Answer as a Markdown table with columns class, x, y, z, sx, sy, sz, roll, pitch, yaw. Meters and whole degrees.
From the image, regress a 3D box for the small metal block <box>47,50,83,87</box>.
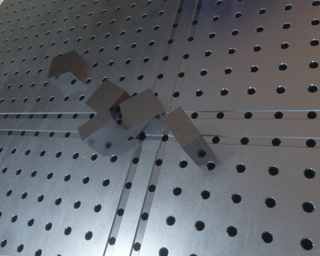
| class | x | y | z | sx | sy | sz | roll | pitch | yaw |
| --- | --- | --- | --- | --- | --- | --- | --- | --- | --- |
| small metal block | -0.171 | -0.108 | 0.561 | 0.050 | 0.025 | 0.050 | -12 | 57 | 21 |

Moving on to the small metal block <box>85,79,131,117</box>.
| class | x | y | z | sx | sy | sz | roll | pitch | yaw |
| --- | --- | --- | --- | --- | --- | --- | --- | --- | --- |
| small metal block | -0.078 | -0.040 | 0.472 | 0.050 | 0.025 | 0.050 | 33 | 80 | 38 |

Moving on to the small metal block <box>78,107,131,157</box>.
| class | x | y | z | sx | sy | sz | roll | pitch | yaw |
| --- | --- | --- | --- | --- | --- | --- | --- | --- | --- |
| small metal block | -0.075 | 0.006 | 0.426 | 0.050 | 0.050 | 0.025 | -35 | 52 | 5 |

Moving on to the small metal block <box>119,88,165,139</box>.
| class | x | y | z | sx | sy | sz | roll | pitch | yaw |
| --- | --- | --- | --- | --- | --- | --- | --- | --- | --- |
| small metal block | -0.025 | -0.020 | 0.432 | 0.050 | 0.025 | 0.050 | -26 | 53 | 11 |

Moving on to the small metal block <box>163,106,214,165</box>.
| class | x | y | z | sx | sy | sz | roll | pitch | yaw |
| --- | --- | --- | --- | --- | --- | --- | --- | --- | --- |
| small metal block | 0.034 | 0.010 | 0.367 | 0.025 | 0.050 | 0.050 | -36 | 52 | 5 |
